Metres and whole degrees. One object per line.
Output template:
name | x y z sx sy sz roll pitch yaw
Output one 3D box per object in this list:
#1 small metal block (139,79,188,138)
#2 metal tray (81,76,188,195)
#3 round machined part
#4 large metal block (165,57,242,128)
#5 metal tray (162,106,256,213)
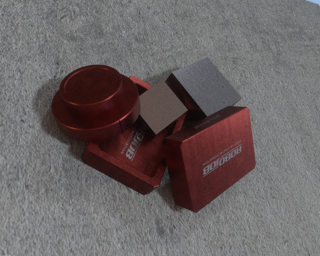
small metal block | -0.002 -0.024 0.390 0.050 0.025 0.050 -38 85 -11
metal tray | -0.026 0.005 0.384 0.090 0.030 0.130 31 52 -9
round machined part | -0.073 -0.035 0.349 0.099 0.042 0.098 -2 48 3
large metal block | 0.057 -0.047 0.449 0.081 0.050 0.080 -30 79 -38
metal tray | 0.067 0.034 0.388 0.131 0.030 0.089 -25 112 -36
